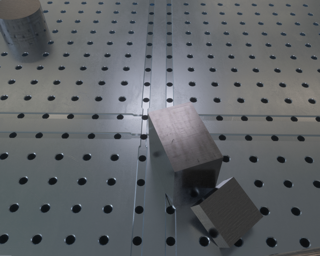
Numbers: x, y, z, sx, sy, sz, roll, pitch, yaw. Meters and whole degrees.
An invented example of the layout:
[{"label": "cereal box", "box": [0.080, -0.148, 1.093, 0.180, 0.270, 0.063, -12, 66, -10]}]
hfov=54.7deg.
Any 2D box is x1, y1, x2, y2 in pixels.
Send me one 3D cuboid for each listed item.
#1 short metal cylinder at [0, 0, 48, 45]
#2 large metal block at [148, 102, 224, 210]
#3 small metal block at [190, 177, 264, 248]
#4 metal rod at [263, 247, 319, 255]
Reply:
[{"label": "short metal cylinder", "box": [-0.247, -0.192, 0.551, 0.081, 0.050, 0.080, 0, 50, 0]}, {"label": "large metal block", "box": [0.024, 0.031, 0.346, 0.050, 0.080, 0.080, -15, 52, -12]}, {"label": "small metal block", "box": [0.069, 0.088, 0.323, 0.050, 0.025, 0.050, -32, 81, -24]}, {"label": "metal rod", "box": [0.009, 0.146, 0.285, 0.302, 0.025, 0.025, -7, 51, -6]}]
